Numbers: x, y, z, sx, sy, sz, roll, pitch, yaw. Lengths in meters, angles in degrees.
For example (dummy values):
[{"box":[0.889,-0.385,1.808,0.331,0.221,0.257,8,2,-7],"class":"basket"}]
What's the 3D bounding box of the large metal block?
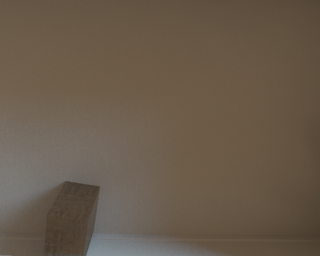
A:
[{"box":[-0.120,0.132,0.430,0.050,0.080,0.079,10,110,-4],"class":"large metal block"}]
